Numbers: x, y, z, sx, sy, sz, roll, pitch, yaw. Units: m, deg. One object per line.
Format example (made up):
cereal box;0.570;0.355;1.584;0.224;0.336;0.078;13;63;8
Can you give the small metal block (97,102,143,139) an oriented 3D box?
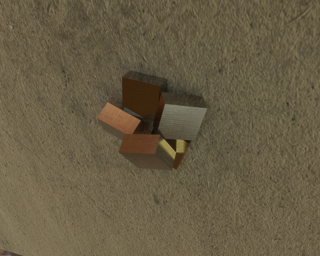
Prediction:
small metal block;-0.052;-0.004;0.417;0.050;0.025;0.050;29;164;8

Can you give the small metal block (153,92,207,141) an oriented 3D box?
small metal block;0.023;-0.013;0.373;0.050;0.025;0.050;5;128;-15

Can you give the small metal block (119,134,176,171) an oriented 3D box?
small metal block;-0.015;0.030;0.386;0.050;0.025;0.050;0;151;28

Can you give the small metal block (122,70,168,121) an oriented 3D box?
small metal block;-0.019;-0.041;0.392;0.050;0.025;0.050;16;125;18

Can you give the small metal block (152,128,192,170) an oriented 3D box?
small metal block;0.013;0.020;0.413;0.050;0.025;0.050;29;128;9
